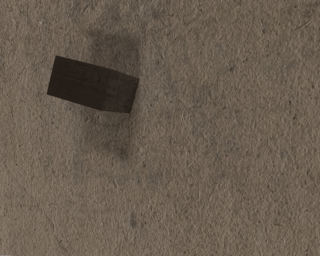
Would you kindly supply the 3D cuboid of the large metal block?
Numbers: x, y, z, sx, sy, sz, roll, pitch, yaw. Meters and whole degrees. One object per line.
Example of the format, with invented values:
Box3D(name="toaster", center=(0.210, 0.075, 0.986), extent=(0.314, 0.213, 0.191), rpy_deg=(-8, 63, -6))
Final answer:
Box3D(name="large metal block", center=(-0.085, -0.055, 0.408), extent=(0.080, 0.080, 0.050), rpy_deg=(17, 96, 19))
